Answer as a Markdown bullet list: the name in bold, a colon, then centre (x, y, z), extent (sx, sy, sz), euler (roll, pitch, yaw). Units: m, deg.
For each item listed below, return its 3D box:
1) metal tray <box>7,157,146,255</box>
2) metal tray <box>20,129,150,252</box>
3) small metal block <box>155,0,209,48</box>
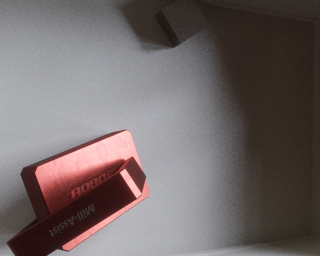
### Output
- **metal tray**: centre (-0.079, 0.082, 0.326), extent (0.130, 0.090, 0.030), euler (-32, 92, 1)
- **metal tray**: centre (-0.076, 0.063, 0.349), extent (0.131, 0.030, 0.089), euler (-25, 100, -47)
- **small metal block**: centre (0.030, -0.146, 0.422), extent (0.050, 0.025, 0.050), euler (-36, 102, -17)
